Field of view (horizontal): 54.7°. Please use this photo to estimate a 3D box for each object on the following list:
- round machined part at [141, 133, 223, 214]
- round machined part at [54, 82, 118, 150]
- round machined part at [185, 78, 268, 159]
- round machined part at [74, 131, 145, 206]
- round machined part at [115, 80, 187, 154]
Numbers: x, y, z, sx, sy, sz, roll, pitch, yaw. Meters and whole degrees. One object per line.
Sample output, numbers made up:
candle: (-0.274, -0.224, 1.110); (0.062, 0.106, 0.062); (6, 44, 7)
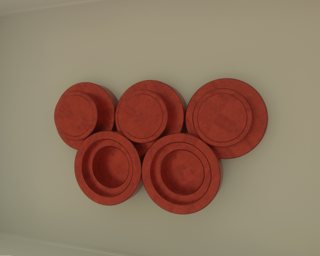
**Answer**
round machined part: (0.030, 0.054, 0.389); (0.098, 0.042, 0.097); (0, 90, 20)
round machined part: (-0.108, -0.016, 0.437); (0.098, 0.042, 0.097); (0, 89, 19)
round machined part: (0.077, -0.011, 0.371); (0.098, 0.042, 0.097); (0, 89, 20)
round machined part: (-0.063, 0.052, 0.422); (0.098, 0.042, 0.097); (0, 90, 20)
round machined part: (-0.016, -0.014, 0.405); (0.098, 0.042, 0.097); (0, 89, 20)
